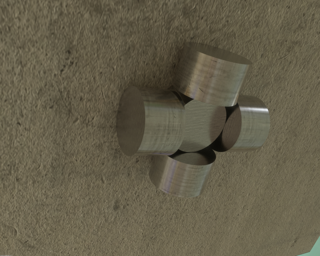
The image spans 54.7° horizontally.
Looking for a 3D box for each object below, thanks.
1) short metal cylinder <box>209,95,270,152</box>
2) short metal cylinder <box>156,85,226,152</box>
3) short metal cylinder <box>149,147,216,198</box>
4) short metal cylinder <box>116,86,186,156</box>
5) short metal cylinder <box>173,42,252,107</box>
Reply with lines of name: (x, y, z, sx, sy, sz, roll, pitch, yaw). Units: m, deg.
short metal cylinder: (0.102, -0.007, 0.427, 0.050, 0.080, 0.079, 2, 118, -30)
short metal cylinder: (0.039, -0.015, 0.406, 0.081, 0.050, 0.079, -14, 125, -21)
short metal cylinder: (0.030, 0.049, 0.421, 0.081, 0.080, 0.050, 0, 118, -29)
short metal cylinder: (-0.013, -0.007, 0.363, 0.050, 0.080, 0.079, 2, 118, -30)
short metal cylinder: (0.061, -0.065, 0.366, 0.081, 0.080, 0.050, 1, 118, -30)
